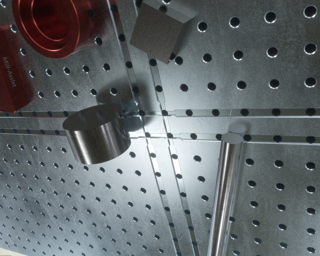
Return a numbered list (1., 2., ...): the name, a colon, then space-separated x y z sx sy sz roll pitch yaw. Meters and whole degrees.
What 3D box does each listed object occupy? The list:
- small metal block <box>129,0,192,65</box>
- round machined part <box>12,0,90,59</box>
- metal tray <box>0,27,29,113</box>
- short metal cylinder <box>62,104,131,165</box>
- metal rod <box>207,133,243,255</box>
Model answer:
1. small metal block: 0.000 -0.107 0.344 0.050 0.025 0.050 31 128 8
2. round machined part: -0.127 -0.138 0.380 0.098 0.042 0.097 13 124 20
3. metal tray: -0.271 -0.091 0.492 0.090 0.030 0.129 7 122 24
4. short metal cylinder: -0.085 0.006 0.422 0.080 0.080 0.050 1 119 27
5. metal rod: 0.087 0.139 0.450 0.025 0.025 0.298 13 124 20
